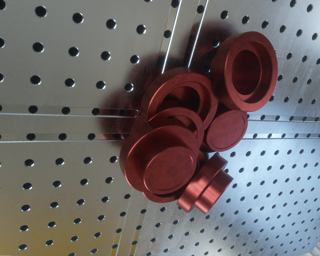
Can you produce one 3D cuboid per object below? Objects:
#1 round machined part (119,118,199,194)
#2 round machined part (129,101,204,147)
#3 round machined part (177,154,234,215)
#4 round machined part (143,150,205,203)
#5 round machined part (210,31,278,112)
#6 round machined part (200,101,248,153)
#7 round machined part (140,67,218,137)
[{"bbox_3d":[0.005,0.040,0.372,0.099,0.042,0.097,-14,124,-21],"label":"round machined part"},{"bbox_3d":[0.005,0.008,0.407,0.099,0.042,0.097,-14,124,-21],"label":"round machined part"},{"bbox_3d":[0.072,0.089,0.462,0.098,0.042,0.098,-46,162,-19],"label":"round machined part"},{"bbox_3d":[0.011,0.055,0.439,0.099,0.042,0.097,-14,124,-21],"label":"round machined part"},{"bbox_3d":[0.103,-0.071,0.397,0.099,0.042,0.097,-6,101,-34],"label":"round machined part"},{"bbox_3d":[0.085,-0.005,0.442,0.099,0.042,0.097,-14,124,-21],"label":"round machined part"},{"bbox_3d":[0.021,-0.031,0.392,0.099,0.042,0.097,-14,124,-21],"label":"round machined part"}]
